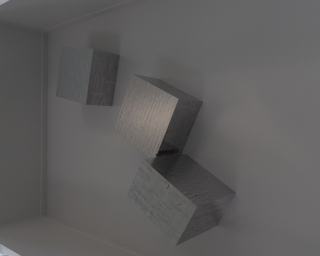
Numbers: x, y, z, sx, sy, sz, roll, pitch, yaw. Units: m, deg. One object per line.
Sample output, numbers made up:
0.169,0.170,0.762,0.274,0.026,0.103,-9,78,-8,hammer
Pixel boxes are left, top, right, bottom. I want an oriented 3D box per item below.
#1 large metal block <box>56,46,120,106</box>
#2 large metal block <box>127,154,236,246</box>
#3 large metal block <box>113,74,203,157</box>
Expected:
-0.114,-0.081,0.485,0.080,0.050,0.079,16,100,39,large metal block
0.025,0.075,0.351,0.080,0.081,0.050,37,113,33,large metal block
-0.004,-0.014,0.394,0.080,0.050,0.079,33,110,35,large metal block
